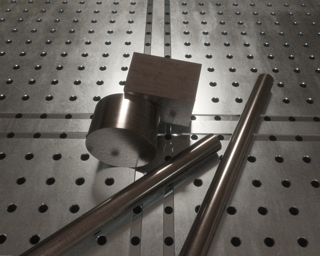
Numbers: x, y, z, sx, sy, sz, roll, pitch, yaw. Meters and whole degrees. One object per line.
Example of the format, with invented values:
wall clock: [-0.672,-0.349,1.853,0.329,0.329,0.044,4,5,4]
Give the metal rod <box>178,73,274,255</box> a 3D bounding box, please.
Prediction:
metal rod: [0.094,0.030,0.383,0.025,0.025,0.301,21,53,16]

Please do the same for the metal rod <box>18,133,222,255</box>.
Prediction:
metal rod: [-0.051,0.087,0.333,0.302,0.025,0.025,-30,57,-23]

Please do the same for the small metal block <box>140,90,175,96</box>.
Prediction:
small metal block: [-0.003,-0.056,0.455,0.050,0.025,0.050,2,50,1]

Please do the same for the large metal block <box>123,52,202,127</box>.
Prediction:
large metal block: [0.004,-0.045,0.387,0.080,0.080,0.050,11,71,4]

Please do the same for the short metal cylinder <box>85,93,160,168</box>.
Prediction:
short metal cylinder: [-0.042,0.005,0.367,0.080,0.080,0.050,4,52,3]
